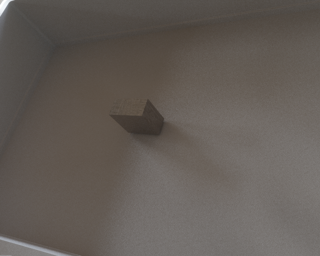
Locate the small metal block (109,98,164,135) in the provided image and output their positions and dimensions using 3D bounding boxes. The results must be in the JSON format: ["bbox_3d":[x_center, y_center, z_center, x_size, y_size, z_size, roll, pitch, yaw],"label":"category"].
[{"bbox_3d":[-0.030,-0.015,0.409,0.050,0.050,0.025,3,63,29],"label":"small metal block"}]
